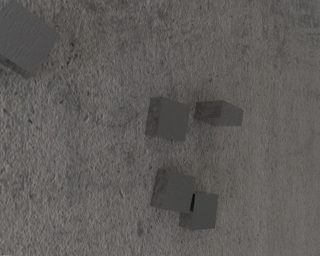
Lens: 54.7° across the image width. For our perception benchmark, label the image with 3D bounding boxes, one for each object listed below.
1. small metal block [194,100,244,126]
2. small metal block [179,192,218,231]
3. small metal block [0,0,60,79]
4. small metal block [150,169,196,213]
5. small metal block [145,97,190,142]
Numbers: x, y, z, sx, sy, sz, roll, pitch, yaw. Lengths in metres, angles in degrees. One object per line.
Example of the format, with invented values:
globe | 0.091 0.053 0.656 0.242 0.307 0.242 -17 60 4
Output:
small metal block | 0.088 -0.021 0.461 0.050 0.050 0.025 18 79 -39
small metal block | 0.057 0.120 0.452 0.050 0.025 0.050 11 83 -39
small metal block | -0.133 -0.083 0.293 0.050 0.025 0.050 37 68 -34
small metal block | 0.018 0.086 0.420 0.050 0.025 0.050 20 77 -38
small metal block | 0.011 -0.011 0.413 0.050 0.025 0.050 14 81 -39
